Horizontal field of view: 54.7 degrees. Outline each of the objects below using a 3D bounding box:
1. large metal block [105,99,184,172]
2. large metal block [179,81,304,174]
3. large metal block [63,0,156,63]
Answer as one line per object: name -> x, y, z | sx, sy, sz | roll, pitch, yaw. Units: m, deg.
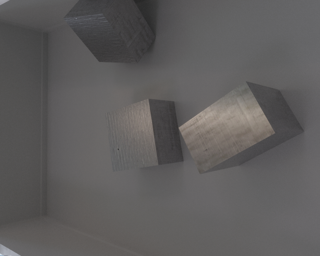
large metal block -> -0.022, 0.012, 0.409 | 0.080, 0.050, 0.080 | -14, 81, 39
large metal block -> 0.080, 0.002, 0.305 | 0.080, 0.081, 0.050 | -36, 68, 34
large metal block -> -0.066, -0.135, 0.417 | 0.080, 0.080, 0.050 | 12, 62, 39
